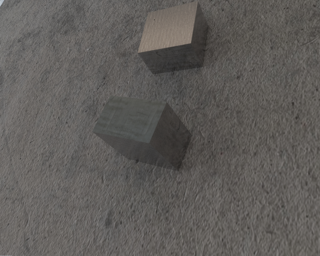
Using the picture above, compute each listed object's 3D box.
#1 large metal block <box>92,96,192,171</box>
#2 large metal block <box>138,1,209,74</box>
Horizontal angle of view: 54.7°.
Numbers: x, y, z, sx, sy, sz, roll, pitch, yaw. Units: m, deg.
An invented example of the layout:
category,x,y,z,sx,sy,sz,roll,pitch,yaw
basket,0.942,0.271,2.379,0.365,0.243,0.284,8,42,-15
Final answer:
category,x,y,z,sx,sy,sz,roll,pitch,yaw
large metal block,-0.019,0.007,0.374,0.080,0.080,0.050,9,67,32
large metal block,0.022,-0.131,0.457,0.080,0.050,0.080,-3,60,26
